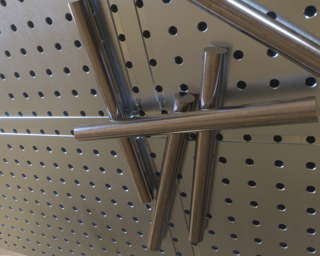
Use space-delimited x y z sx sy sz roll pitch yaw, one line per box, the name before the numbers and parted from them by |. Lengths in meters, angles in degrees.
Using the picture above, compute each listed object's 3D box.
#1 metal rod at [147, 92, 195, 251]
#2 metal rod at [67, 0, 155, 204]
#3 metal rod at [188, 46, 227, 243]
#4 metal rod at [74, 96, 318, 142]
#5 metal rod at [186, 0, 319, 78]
metal rod | 0.010 0.084 0.456 0.025 0.025 0.298 20 126 16
metal rod | -0.059 -0.020 0.428 0.025 0.025 0.298 -2 118 29
metal rod | 0.057 0.044 0.407 0.025 0.025 0.298 14 124 20
metal rod | 0.017 -0.005 0.363 0.300 0.025 0.025 -5 116 30
metal rod | 0.106 -0.091 0.298 0.301 0.025 0.025 33 129 6
